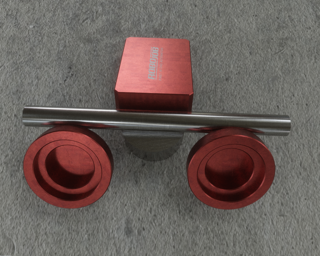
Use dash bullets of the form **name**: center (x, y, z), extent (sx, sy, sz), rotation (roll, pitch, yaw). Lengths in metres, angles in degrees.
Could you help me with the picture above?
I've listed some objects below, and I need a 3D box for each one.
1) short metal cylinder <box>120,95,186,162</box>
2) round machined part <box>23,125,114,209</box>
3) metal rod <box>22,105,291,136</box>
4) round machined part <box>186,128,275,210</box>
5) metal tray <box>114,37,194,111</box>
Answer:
- **short metal cylinder**: center (-0.008, -0.001, 0.397), extent (0.081, 0.050, 0.080), rotation (0, 70, 0)
- **round machined part**: center (-0.104, 0.042, 0.367), extent (0.099, 0.042, 0.097), rotation (0, 108, -1)
- **metal rod**: center (-0.004, -0.008, 0.360), extent (0.302, 0.025, 0.025), rotation (2, 70, 0)
- **round machined part**: center (0.080, 0.044, 0.367), extent (0.099, 0.042, 0.097), rotation (0, 113, 0)
- **metal tray**: center (-0.005, -0.073, 0.405), extent (0.091, 0.030, 0.130), rotation (2, 44, 0)
